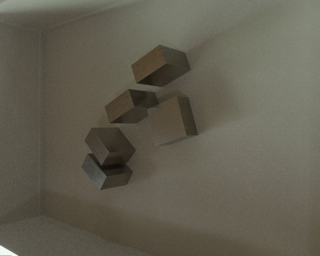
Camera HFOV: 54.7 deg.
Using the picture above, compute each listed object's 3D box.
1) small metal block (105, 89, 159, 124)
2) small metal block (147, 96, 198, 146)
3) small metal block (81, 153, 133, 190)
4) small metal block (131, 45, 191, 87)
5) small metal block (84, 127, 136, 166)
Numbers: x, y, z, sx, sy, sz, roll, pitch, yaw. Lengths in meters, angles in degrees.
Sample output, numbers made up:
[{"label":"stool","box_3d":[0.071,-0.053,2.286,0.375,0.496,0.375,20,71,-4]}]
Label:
[{"label":"small metal block","box_3d":[-0.037,-0.028,0.419,0.050,0.050,0.025,-30,72,36]},{"label":"small metal block","box_3d":[0.015,-0.008,0.393,0.050,0.025,0.050,-21,77,37]},{"label":"small metal block","box_3d":[-0.077,0.061,0.451,0.050,0.050,0.025,42,115,32]},{"label":"small metal block","box_3d":[0.001,-0.076,0.388,0.050,0.050,0.025,-27,74,36]},{"label":"small metal block","box_3d":[-0.072,0.025,0.447,0.050,0.050,0.025,49,119,28]}]
